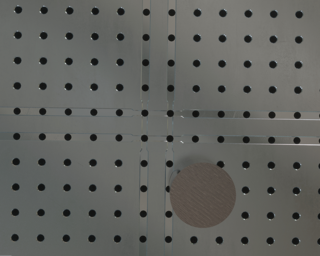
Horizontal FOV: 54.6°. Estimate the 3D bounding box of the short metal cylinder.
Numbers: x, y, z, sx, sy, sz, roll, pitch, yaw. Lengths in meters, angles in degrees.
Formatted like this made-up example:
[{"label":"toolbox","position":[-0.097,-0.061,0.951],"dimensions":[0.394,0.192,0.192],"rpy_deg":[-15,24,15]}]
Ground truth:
[{"label":"short metal cylinder","position":[0.052,0.082,0.401],"dimensions":[0.080,0.050,0.080],"rpy_deg":[0,90,0]}]
